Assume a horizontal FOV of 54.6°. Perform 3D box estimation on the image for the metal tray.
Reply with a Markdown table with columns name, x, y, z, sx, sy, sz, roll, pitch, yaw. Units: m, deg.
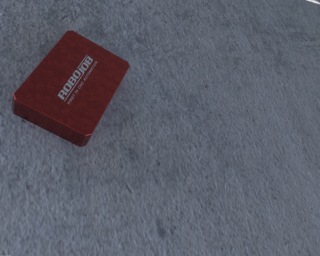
| name | x | y | z | sx | sy | sz | roll | pitch | yaw |
| --- | --- | --- | --- | --- | --- | --- | --- | --- | --- |
| metal tray | -0.102 | -0.052 | 0.377 | 0.090 | 0.030 | 0.130 | 29 | 52 | -10 |
